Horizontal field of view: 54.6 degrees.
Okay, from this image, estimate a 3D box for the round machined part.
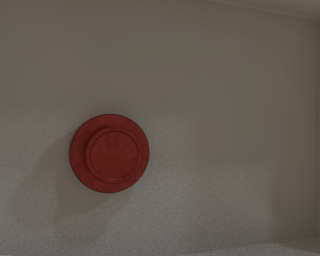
[{"bbox_3d":[-0.059,0.031,0.379,0.099,0.042,0.097,0,90,-20],"label":"round machined part"}]
